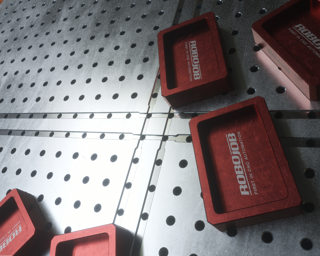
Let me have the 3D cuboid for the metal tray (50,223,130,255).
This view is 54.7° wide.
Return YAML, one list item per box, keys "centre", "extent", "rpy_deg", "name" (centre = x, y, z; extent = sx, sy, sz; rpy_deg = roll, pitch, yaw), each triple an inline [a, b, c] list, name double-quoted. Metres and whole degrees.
- centre: [-0.079, 0.178, 0.335]
  extent: [0.090, 0.030, 0.130]
  rpy_deg: [-17, 55, 17]
  name: "metal tray"

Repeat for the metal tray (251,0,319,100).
- centre: [0.183, -0.104, 0.372]
  extent: [0.090, 0.030, 0.130]
  rpy_deg: [-31, 52, 8]
  name: "metal tray"

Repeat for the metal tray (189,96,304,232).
- centre: [0.087, 0.036, 0.336]
  extent: [0.090, 0.030, 0.130]
  rpy_deg: [-19, 54, 17]
  name: "metal tray"

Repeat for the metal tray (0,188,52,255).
- centre: [-0.218, 0.159, 0.419]
  extent: [0.130, 0.030, 0.090]
  rpy_deg: [-46, 51, -4]
  name: "metal tray"

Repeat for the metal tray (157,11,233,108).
- centre: [0.046, -0.099, 0.440]
  extent: [0.090, 0.030, 0.130]
  rpy_deg: [-16, 55, 18]
  name: "metal tray"
